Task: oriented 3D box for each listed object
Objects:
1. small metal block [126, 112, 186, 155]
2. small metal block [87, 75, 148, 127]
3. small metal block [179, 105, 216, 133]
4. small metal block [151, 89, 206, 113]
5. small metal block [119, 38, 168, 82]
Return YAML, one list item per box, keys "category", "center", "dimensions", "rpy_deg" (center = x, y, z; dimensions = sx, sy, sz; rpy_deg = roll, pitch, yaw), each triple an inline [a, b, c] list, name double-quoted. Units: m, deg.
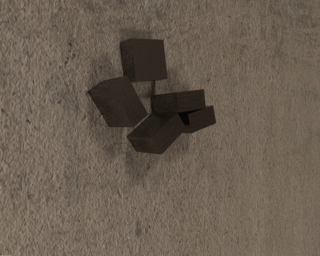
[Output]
- category: "small metal block"
  center: [-0.005, 0.006, 0.386]
  dimensions: [0.050, 0.050, 0.025]
  rpy_deg: [-45, 118, -31]
- category: "small metal block"
  center: [-0.048, -0.028, 0.350]
  dimensions: [0.025, 0.050, 0.050]
  rpy_deg: [-43, 116, -32]
- category: "small metal block"
  center: [0.040, -0.012, 0.424]
  dimensions: [0.050, 0.050, 0.025]
  rpy_deg: [-20, 103, -39]
- category: "small metal block"
  center: [0.024, -0.035, 0.411]
  dimensions: [0.050, 0.050, 0.025]
  rpy_deg: [-12, 98, -40]
- category: "small metal block"
  center: [-0.020, -0.084, 0.390]
  dimensions: [0.050, 0.025, 0.050]
  rpy_deg: [-11, 97, -40]
